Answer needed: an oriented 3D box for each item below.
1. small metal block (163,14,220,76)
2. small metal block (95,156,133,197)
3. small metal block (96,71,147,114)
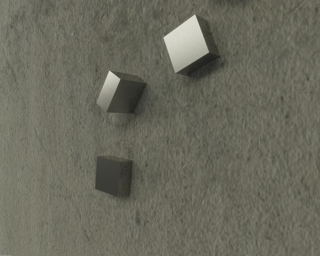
[{"bbox_3d":[0.037,-0.098,0.373,0.050,0.025,0.050,-27,73,36],"label":"small metal block"},{"bbox_3d":[-0.069,0.070,0.459,0.050,0.025,0.050,7,94,39],"label":"small metal block"},{"bbox_3d":[-0.053,-0.049,0.430,0.025,0.050,0.050,40,114,32],"label":"small metal block"}]
